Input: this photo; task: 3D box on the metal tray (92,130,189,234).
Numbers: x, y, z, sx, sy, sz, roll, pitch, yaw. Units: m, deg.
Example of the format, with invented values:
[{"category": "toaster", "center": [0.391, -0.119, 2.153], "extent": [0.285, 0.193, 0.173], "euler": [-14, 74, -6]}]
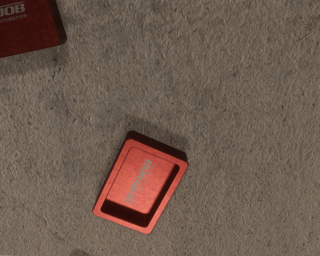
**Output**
[{"category": "metal tray", "center": [-0.028, 0.078, 0.435], "extent": [0.090, 0.030, 0.129], "euler": [24, 108, -9]}]

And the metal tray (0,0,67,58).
[{"category": "metal tray", "center": [-0.186, -0.129, 0.357], "extent": [0.131, 0.030, 0.089], "euler": [-11, 110, 3]}]
